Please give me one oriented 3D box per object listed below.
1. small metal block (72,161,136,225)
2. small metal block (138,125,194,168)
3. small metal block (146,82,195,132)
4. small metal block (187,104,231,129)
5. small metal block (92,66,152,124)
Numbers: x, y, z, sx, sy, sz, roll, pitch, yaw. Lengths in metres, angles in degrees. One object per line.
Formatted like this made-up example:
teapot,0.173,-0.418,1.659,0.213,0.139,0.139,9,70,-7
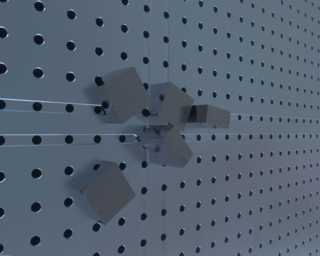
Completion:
small metal block,-0.063,0.074,0.358,0.050,0.025,0.050,-40,115,-33
small metal block,0.008,0.023,0.401,0.025,0.050,0.050,-49,120,-29
small metal block,0.015,-0.028,0.424,0.050,0.025,0.050,31,71,-36
small metal block,0.066,-0.015,0.451,0.050,0.050,0.025,12,82,-40
small metal block,-0.045,-0.039,0.373,0.050,0.025,0.050,-40,115,-33
